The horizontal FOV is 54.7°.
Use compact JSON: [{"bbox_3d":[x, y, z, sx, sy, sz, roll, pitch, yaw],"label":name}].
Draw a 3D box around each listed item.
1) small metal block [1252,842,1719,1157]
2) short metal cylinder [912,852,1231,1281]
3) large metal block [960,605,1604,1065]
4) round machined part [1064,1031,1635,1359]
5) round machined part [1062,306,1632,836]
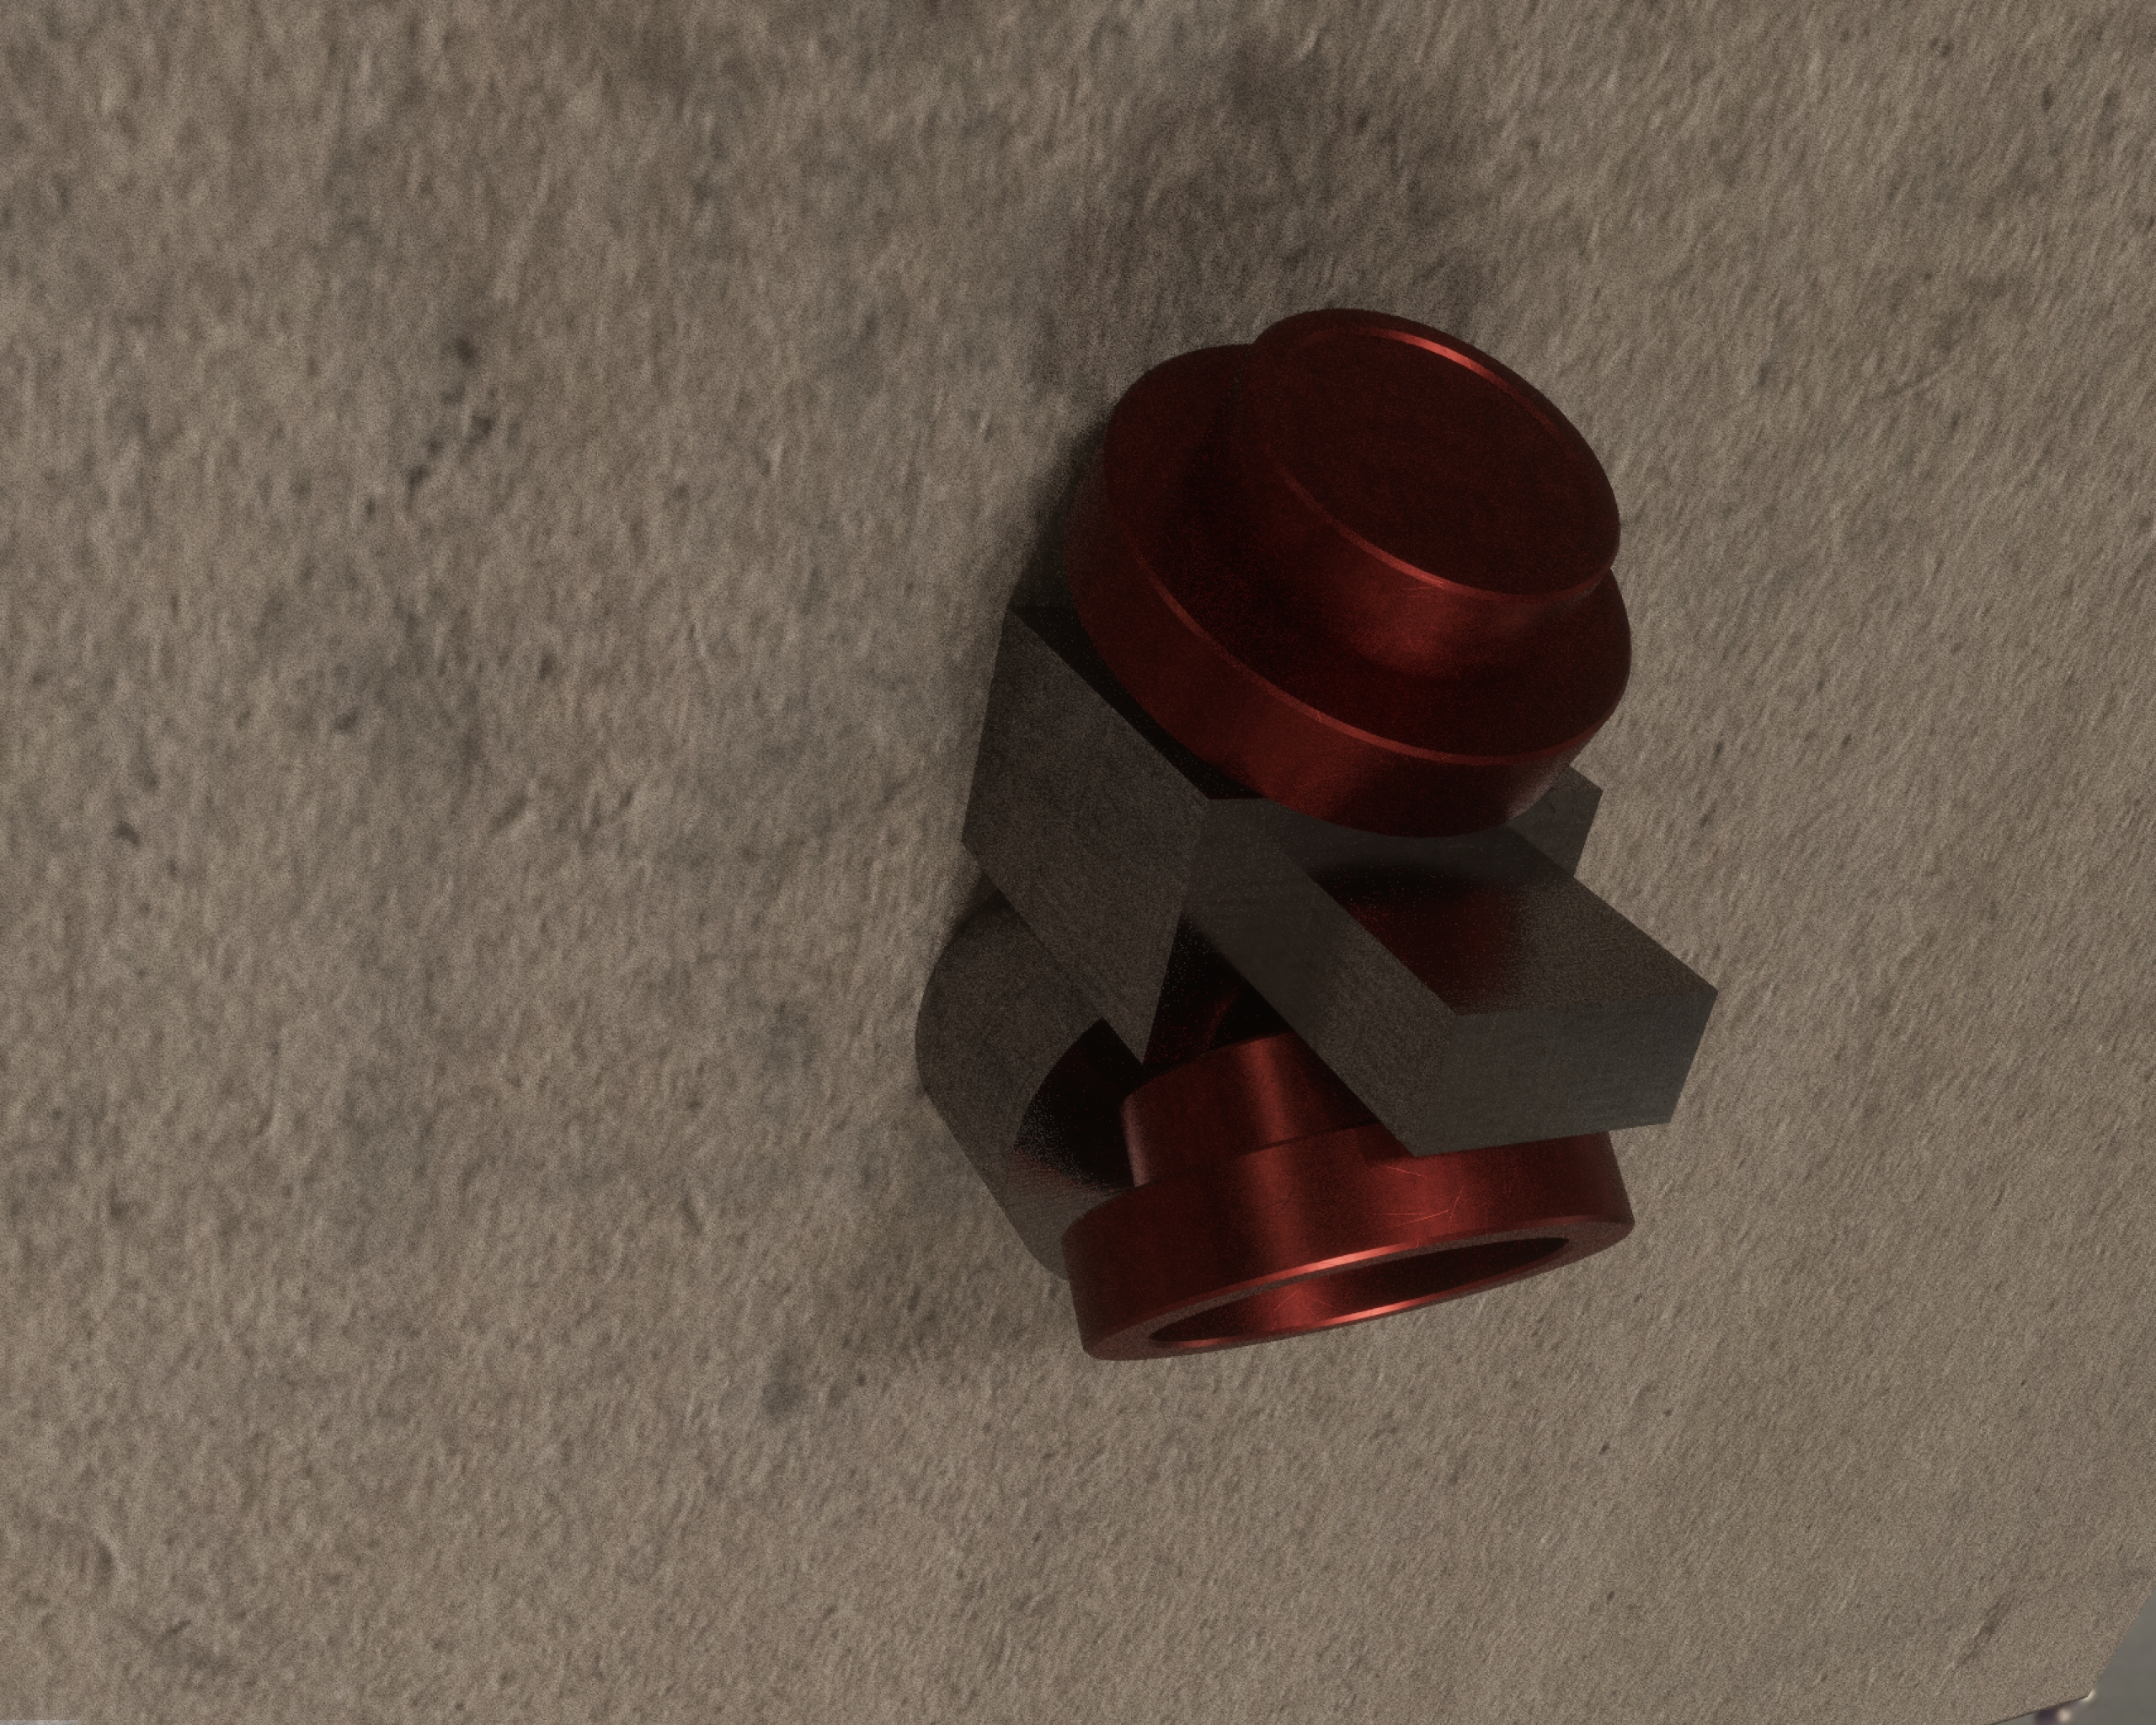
[{"bbox_3d":[0.064,0.020,0.337,0.050,0.050,0.025,-3,119,-27],"label":"small metal block"},{"bbox_3d":[0.013,0.041,0.427,0.081,0.050,0.079,-14,125,-21],"label":"short metal cylinder"},{"bbox_3d":[0.034,-0.008,0.387,0.081,0.080,0.050,-2,120,-28],"label":"large metal block"},{"bbox_3d":[0.045,0.057,0.373,0.099,0.042,0.098,-11,161,-4],"label":"round machined part"},{"bbox_3d":[0.051,-0.055,0.351,0.099,0.098,0.042,-2,145,-28],"label":"round machined part"}]
